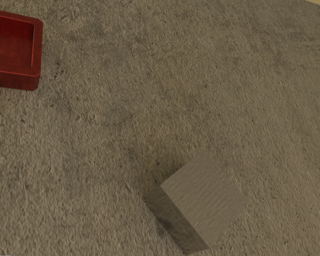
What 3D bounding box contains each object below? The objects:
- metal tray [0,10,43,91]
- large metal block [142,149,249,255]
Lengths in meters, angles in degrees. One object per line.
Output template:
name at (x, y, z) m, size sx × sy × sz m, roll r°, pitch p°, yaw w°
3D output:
metal tray at (-0.204, -0.094, 0.348) m, size 0.131 × 0.030 × 0.090 m, roll 5°, pitch 59°, yaw -26°
large metal block at (0.041, 0.084, 0.358) m, size 0.081 × 0.050 × 0.080 m, roll -33°, pitch 80°, yaw -38°
